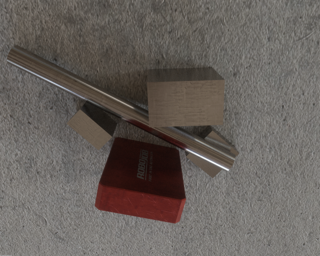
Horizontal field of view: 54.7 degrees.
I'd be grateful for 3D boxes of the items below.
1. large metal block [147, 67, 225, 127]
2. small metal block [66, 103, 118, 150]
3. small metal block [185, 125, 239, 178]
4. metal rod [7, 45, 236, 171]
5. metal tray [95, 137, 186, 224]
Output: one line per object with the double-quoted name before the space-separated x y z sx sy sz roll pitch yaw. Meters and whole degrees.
"large metal block" 0.027 -0.039 0.366 0.081 0.080 0.050 -2 110 0
"small metal block" -0.084 -0.006 0.394 0.050 0.050 0.025 43 104 -14
"small metal block" 0.070 0.032 0.424 0.050 0.025 0.050 40 105 -14
"metal rod" -0.044 -0.022 0.388 0.301 0.025 0.025 27 108 -5
"metal tray" -0.020 0.056 0.376 0.091 0.130 0.030 12 110 -5
